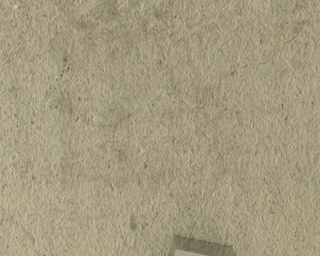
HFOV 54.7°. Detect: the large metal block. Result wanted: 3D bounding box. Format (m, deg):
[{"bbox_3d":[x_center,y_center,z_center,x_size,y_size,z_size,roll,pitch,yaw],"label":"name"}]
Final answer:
[{"bbox_3d":[0.050,0.193,0.398,0.080,0.050,0.080,12,90,0],"label":"large metal block"}]
